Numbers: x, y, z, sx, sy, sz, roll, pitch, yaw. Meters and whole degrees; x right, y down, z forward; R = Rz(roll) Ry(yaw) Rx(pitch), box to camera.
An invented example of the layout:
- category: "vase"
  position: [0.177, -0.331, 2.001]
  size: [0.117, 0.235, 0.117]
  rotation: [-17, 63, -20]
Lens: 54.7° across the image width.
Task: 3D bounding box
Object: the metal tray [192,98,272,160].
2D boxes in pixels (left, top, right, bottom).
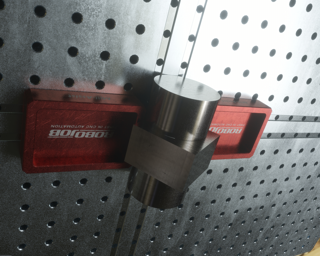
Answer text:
- category: "metal tray"
  position: [0.096, 0.002, 0.461]
  size: [0.131, 0.030, 0.089]
  rotation: [1, 118, -29]

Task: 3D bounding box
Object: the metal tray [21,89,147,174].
- category: "metal tray"
  position: [-0.089, 0.005, 0.362]
  size: [0.131, 0.030, 0.089]
  rotation: [1, 118, -29]

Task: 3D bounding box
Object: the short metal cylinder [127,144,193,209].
- category: "short metal cylinder"
  position: [0.001, 0.062, 0.414]
  size: [0.081, 0.080, 0.050]
  rotation: [2, 118, -29]

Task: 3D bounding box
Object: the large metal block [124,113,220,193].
- category: "large metal block"
  position: [0.017, 0.024, 0.381]
  size: [0.080, 0.080, 0.050]
  rotation: [-26, 137, -57]

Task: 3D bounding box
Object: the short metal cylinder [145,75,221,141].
- category: "short metal cylinder"
  position: [0.026, -0.026, 0.373]
  size: [0.081, 0.080, 0.050]
  rotation: [1, 118, -29]
